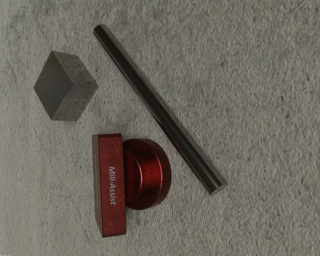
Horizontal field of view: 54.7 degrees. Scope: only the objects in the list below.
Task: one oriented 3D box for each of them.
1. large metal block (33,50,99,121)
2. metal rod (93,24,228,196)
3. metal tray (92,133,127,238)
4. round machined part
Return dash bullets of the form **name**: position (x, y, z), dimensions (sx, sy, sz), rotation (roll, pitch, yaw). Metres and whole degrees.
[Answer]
- **large metal block**: position (-0.158, -0.068, 0.516), dimensions (0.080, 0.050, 0.080), rotation (-52, 60, 27)
- **metal rod**: position (-0.013, -0.040, 0.413), dimensions (0.025, 0.025, 0.300), rotation (-50, 61, 28)
- **metal tray**: position (-0.073, 0.073, 0.429), dimensions (0.090, 0.030, 0.129), rotation (174, 94, -72)
- **round machined part**: position (-0.036, 0.063, 0.421), dimensions (0.098, 0.042, 0.097), rotation (0, 90, 39)
